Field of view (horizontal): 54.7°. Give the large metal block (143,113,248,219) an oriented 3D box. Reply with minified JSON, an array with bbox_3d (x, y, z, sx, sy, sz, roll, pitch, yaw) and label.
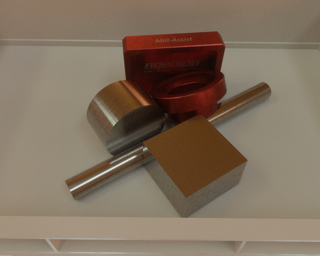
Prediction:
[{"bbox_3d":[0.037,0.041,0.351,0.081,0.050,0.080,-26,55,-21],"label":"large metal block"}]

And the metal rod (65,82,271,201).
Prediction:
[{"bbox_3d":[0.026,0.007,0.397,0.302,0.025,0.025,-26,55,-21],"label":"metal rod"}]

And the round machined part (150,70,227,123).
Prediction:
[{"bbox_3d":[0.039,-0.040,0.408,0.098,0.042,0.098,-13,24,6],"label":"round machined part"}]

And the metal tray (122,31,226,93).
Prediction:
[{"bbox_3d":[0.017,-0.084,0.430,0.131,0.089,0.030,-5,51,-5],"label":"metal tray"}]

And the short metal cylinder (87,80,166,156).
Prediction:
[{"bbox_3d":[-0.041,-0.011,0.376,0.081,0.080,0.050,-27,55,-21],"label":"short metal cylinder"}]
